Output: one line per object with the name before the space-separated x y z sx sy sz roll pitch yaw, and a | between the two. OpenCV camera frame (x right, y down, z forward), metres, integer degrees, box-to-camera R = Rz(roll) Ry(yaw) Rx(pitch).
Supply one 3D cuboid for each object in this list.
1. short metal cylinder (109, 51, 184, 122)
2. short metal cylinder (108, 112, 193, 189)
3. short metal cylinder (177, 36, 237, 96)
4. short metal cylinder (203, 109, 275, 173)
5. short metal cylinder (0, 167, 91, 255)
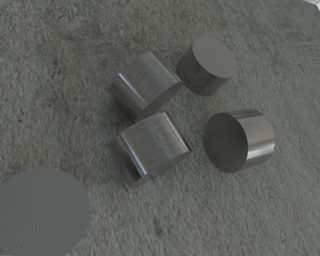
short metal cylinder | -0.017 -0.051 0.392 0.050 0.080 0.081 49 51 6
short metal cylinder | -0.011 0.026 0.348 0.081 0.080 0.050 -22 74 -36
short metal cylinder | 0.074 -0.097 0.489 0.081 0.050 0.080 14 56 -21
short metal cylinder | 0.104 0.016 0.417 0.050 0.080 0.080 -9 67 -33
short metal cylinder | -0.109 0.082 0.280 0.081 0.050 0.080 14 56 -21
